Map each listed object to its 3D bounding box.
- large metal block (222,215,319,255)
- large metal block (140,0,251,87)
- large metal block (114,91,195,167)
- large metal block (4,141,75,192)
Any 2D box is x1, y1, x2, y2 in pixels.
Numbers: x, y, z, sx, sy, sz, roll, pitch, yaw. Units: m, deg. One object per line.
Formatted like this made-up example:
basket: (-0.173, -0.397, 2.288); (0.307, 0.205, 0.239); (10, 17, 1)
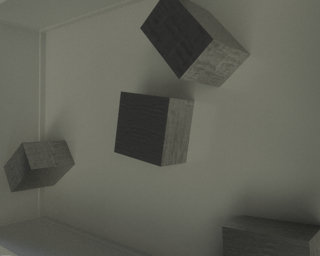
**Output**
large metal block: (0.110, 0.135, 0.299); (0.080, 0.050, 0.080); (-4, 88, 39)
large metal block: (0.039, -0.094, 0.337); (0.050, 0.081, 0.080); (-48, 62, 29)
large metal block: (-0.008, -0.001, 0.396); (0.080, 0.050, 0.079); (12, 98, 39)
large metal block: (-0.211, 0.066, 0.542); (0.080, 0.081, 0.050); (-41, 65, 32)
